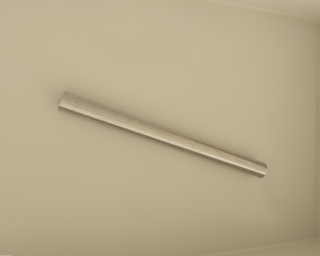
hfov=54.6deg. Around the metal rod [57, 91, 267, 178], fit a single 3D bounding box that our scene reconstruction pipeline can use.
[{"bbox_3d":[0.017,0.016,0.415,0.302,0.025,0.025,20,84,-19],"label":"metal rod"}]
